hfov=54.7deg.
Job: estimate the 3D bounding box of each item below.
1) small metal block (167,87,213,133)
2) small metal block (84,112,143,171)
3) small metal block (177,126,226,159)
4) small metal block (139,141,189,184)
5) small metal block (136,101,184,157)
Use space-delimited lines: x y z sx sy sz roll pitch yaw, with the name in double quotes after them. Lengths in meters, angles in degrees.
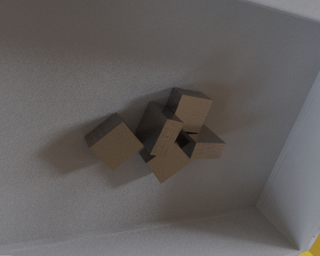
0.035 -0.023 0.413 0.050 0.025 0.050 6 115 -32 "small metal block"
-0.057 0.018 0.387 0.050 0.025 0.050 -38 130 -3 "small metal block"
0.054 0.019 0.433 0.050 0.050 0.025 3 117 -30 "small metal block"
0.007 0.043 0.438 0.050 0.025 0.050 -35 129 -5 "small metal block"
-0.002 0.001 0.391 0.025 0.050 0.050 13 111 -34 "small metal block"
